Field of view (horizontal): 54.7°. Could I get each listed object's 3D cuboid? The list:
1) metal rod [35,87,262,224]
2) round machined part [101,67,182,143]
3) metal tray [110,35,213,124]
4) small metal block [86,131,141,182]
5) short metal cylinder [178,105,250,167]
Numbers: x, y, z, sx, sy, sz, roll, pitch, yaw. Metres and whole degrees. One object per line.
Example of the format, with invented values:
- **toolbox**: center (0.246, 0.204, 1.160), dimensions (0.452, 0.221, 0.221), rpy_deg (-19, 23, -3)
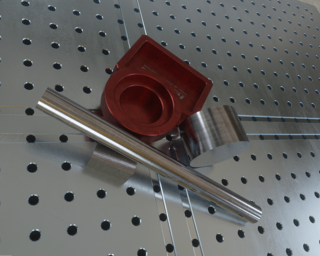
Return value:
- **metal rod**: center (0.004, 0.042, 0.360), dimensions (0.301, 0.025, 0.025), rpy_deg (31, 51, -20)
- **round machined part**: center (-0.026, -0.025, 0.389), dimensions (0.099, 0.042, 0.098), rpy_deg (12, 57, -19)
- **metal tray**: center (0.006, -0.068, 0.450), dimensions (0.130, 0.030, 0.090), rpy_deg (34, 51, -6)
- **small metal block**: center (-0.052, 0.028, 0.364), dimensions (0.050, 0.025, 0.050), rpy_deg (25, 53, -13)
- **short metal cylinder**: center (0.069, 0.012, 0.403), dimensions (0.081, 0.080, 0.050), rpy_deg (-4, 64, -30)
